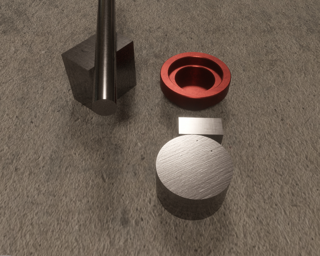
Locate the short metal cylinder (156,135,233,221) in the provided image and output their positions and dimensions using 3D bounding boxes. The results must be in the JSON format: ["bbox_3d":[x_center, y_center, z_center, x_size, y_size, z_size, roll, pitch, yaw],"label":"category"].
[{"bbox_3d":[0.036,0.054,0.342,0.081,0.050,0.080,0,50,0],"label":"short metal cylinder"}]

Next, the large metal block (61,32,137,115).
[{"bbox_3d":[-0.081,-0.080,0.434,0.050,0.080,0.080,32,57,23],"label":"large metal block"}]

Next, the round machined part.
[{"bbox_3d":[0.049,-0.063,0.446,0.099,0.042,0.098,0,50,0],"label":"round machined part"}]

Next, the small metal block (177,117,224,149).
[{"bbox_3d":[0.047,0.013,0.376,0.050,0.050,0.025,1,50,1],"label":"small metal block"}]

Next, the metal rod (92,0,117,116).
[{"bbox_3d":[-0.071,-0.135,0.411,0.025,0.025,0.300,-4,50,-4],"label":"metal rod"}]
